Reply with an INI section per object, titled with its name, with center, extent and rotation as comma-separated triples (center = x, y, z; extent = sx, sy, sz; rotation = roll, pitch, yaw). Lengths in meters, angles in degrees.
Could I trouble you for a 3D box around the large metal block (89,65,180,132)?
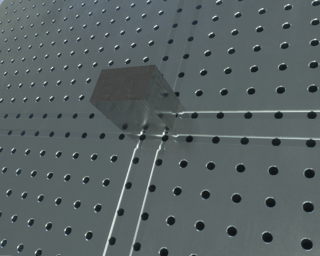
[large metal block]
center = -0.030, -0.036, 0.409
extent = 0.080, 0.080, 0.050
rotation = 1, 62, 28
